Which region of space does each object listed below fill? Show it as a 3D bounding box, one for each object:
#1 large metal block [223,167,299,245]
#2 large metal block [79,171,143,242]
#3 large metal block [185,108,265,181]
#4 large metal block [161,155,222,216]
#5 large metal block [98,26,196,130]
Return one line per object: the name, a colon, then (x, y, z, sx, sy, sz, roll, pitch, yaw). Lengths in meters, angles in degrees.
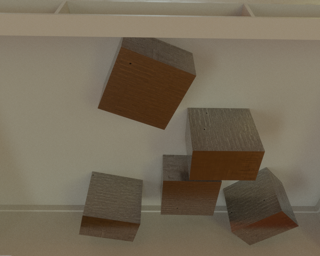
large metal block: (0.151, 0.120, 0.477, 0.080, 0.080, 0.050, -34, 122, 25)
large metal block: (-0.073, 0.119, 0.474, 0.081, 0.080, 0.050, 12, 129, -10)
large metal block: (0.076, 0.019, 0.389, 0.081, 0.080, 0.050, 1, 130, -1)
large metal block: (0.043, 0.087, 0.467, 0.081, 0.050, 0.079, 2, 130, -2)
large metal block: (-0.016, -0.053, 0.347, 0.081, 0.050, 0.079, 18, 128, -15)
